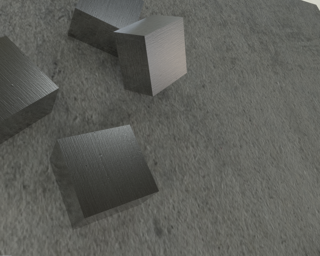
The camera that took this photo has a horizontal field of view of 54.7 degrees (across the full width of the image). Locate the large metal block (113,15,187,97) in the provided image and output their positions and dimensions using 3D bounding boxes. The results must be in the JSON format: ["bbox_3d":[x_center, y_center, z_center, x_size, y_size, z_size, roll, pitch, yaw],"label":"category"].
[{"bbox_3d":[-0.009,-0.100,0.417,0.050,0.079,0.080,18,41,33],"label":"large metal block"}]

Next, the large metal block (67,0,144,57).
[{"bbox_3d":[-0.076,-0.158,0.445,0.080,0.050,0.080,22,54,-16],"label":"large metal block"}]

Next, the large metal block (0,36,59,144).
[{"bbox_3d":[-0.168,-0.037,0.320,0.080,0.050,0.080,45,51,2],"label":"large metal block"}]

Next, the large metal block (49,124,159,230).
[{"bbox_3d":[-0.060,0.049,0.326,0.081,0.050,0.080,-13,69,-34],"label":"large metal block"}]
